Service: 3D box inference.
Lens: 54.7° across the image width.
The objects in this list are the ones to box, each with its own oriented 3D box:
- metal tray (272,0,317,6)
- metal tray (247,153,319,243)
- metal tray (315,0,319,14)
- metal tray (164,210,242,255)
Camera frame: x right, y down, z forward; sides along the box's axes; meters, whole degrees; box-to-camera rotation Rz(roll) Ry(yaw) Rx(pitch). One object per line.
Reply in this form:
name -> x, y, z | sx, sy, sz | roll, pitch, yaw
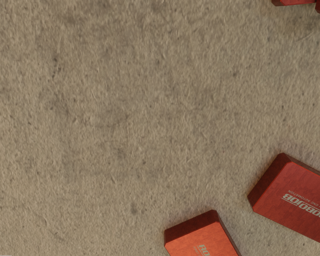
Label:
metal tray -> 0.194, -0.188, 0.340 | 0.131, 0.030, 0.089 | -6, 110, 1
metal tray -> 0.207, 0.103, 0.448 | 0.131, 0.030, 0.089 | 27, 108, -10
metal tray -> 0.237, -0.168, 0.320 | 0.131, 0.030, 0.089 | -10, 126, -11
metal tray -> 0.074, 0.199, 0.482 | 0.090, 0.030, 0.130 | -27, 108, 9
